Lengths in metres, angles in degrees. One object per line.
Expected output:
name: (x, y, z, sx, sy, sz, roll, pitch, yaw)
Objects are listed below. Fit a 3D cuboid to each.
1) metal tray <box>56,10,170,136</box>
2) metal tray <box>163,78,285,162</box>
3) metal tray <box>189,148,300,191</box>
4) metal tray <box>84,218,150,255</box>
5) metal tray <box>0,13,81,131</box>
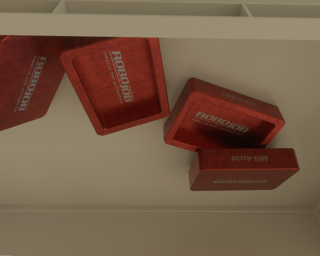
metal tray: (-0.042, -0.050, 0.329, 0.091, 0.030, 0.129, -17, 144, -4)
metal tray: (0.080, -0.003, 0.403, 0.131, 0.030, 0.089, 16, 128, -14)
metal tray: (0.112, 0.060, 0.434, 0.131, 0.030, 0.090, 0, 152, -5)
metal tray: (-0.086, 0.232, 0.605, 0.091, 0.030, 0.129, 22, 127, -18)
metal tray: (-0.144, -0.053, 0.318, 0.030, 0.091, 0.129, 45, 124, 10)
